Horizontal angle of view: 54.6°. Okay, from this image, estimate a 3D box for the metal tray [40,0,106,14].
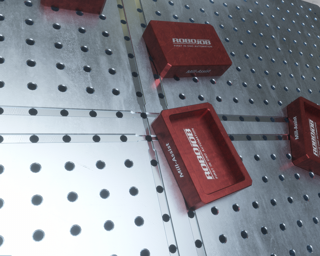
[{"bbox_3d":[-0.139,-0.238,0.475,0.091,0.030,0.130,-2,63,-29],"label":"metal tray"}]

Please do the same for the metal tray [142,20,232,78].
[{"bbox_3d":[0.046,-0.129,0.508,0.131,0.030,0.090,-8,66,-32],"label":"metal tray"}]

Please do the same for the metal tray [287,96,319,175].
[{"bbox_3d":[0.272,0.016,0.540,0.090,0.030,0.130,22,53,-15],"label":"metal tray"}]

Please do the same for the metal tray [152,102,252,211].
[{"bbox_3d":[0.055,0.032,0.414,0.091,0.030,0.130,-12,68,-33],"label":"metal tray"}]
